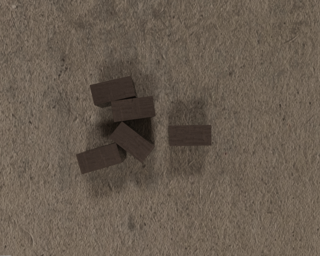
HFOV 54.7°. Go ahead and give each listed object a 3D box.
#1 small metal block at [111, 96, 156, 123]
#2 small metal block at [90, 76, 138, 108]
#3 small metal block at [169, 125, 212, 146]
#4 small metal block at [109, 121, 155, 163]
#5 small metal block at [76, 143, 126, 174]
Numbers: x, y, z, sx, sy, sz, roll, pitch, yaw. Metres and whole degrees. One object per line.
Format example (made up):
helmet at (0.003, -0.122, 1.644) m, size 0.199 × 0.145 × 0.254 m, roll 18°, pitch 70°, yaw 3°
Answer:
small metal block at (-0.035, -0.023, 0.394) m, size 0.050 × 0.050 × 0.025 m, roll -9°, pitch 91°, yaw -9°
small metal block at (-0.057, -0.045, 0.397) m, size 0.050 × 0.050 × 0.025 m, roll -13°, pitch 90°, yaw 0°
small metal block at (0.037, 0.009, 0.398) m, size 0.050 × 0.050 × 0.025 m, roll -1°, pitch 90°, yaw -1°
small metal block at (-0.034, 0.017, 0.397) m, size 0.050 × 0.050 × 0.025 m, roll 38°, pitch 90°, yaw -1°
small metal block at (-0.073, 0.036, 0.397) m, size 0.050 × 0.050 × 0.025 m, roll -16°, pitch 91°, yaw 0°
